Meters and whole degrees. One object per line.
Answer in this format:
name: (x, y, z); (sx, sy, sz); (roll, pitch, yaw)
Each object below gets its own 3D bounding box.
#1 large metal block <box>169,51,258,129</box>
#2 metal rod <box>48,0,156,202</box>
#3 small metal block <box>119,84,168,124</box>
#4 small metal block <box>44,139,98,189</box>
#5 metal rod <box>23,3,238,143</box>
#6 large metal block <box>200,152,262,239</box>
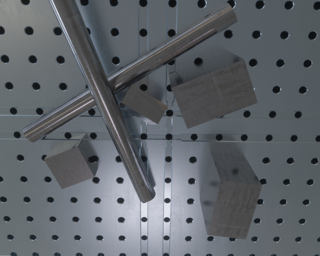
large metal block: (0.058, -0.048, 0.367); (0.080, 0.080, 0.050); (-21, 109, 7)
metal rod: (-0.062, -0.025, 0.378); (0.025, 0.025, 0.299); (-17, 119, 6)
small metal block: (-0.023, -0.028, 0.386); (0.050, 0.050, 0.025); (31, 83, -11)
small metal block: (-0.122, 0.050, 0.431); (0.050, 0.025, 0.050); (-21, 109, 7)
metal rod: (-0.045, -0.064, 0.389); (0.300, 0.025, 0.025); (-29, 108, 10)
large metal block: (0.091, 0.088, 0.417); (0.050, 0.080, 0.079); (8, 110, -3)
